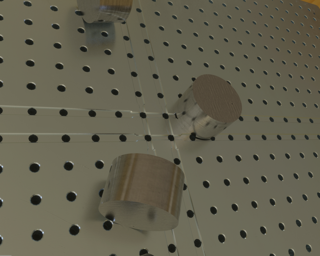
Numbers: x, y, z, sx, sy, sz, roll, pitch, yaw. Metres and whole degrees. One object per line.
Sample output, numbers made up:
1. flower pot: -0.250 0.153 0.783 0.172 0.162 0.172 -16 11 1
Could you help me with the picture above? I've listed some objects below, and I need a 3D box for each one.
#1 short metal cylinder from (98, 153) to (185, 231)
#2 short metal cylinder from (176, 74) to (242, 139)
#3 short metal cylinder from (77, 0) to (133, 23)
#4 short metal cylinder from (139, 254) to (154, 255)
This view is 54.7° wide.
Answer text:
1. short metal cylinder: -0.017 0.069 0.321 0.080 0.080 0.050 22 54 -15
2. short metal cylinder: 0.070 -0.030 0.448 0.081 0.050 0.080 14 56 -21
3. short metal cylinder: -0.082 -0.194 0.447 0.050 0.080 0.080 -14 69 -34
4. short metal cylinder: -0.023 0.156 0.265 0.050 0.080 0.080 -6 65 -31
